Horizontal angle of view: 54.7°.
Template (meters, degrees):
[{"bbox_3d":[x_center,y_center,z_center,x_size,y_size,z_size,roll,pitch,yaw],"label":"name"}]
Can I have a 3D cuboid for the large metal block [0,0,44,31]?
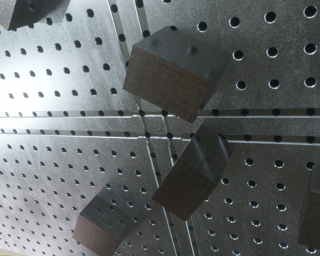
[{"bbox_3d":[-0.189,-0.182,0.380,0.080,0.050,0.080,41,129,-1],"label":"large metal block"}]

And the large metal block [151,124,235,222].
[{"bbox_3d":[0.042,0.055,0.387,0.050,0.080,0.079,34,129,5],"label":"large metal block"}]

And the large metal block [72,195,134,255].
[{"bbox_3d":[-0.105,0.182,0.560,0.080,0.050,0.079,30,128,8],"label":"large metal block"}]

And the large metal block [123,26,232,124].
[{"bbox_3d":[0.020,-0.060,0.327,0.080,0.080,0.050,27,128,10],"label":"large metal block"}]

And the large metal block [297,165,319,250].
[{"bbox_3d":[0.205,0.096,0.346,0.080,0.050,0.079,11,123,22],"label":"large metal block"}]
